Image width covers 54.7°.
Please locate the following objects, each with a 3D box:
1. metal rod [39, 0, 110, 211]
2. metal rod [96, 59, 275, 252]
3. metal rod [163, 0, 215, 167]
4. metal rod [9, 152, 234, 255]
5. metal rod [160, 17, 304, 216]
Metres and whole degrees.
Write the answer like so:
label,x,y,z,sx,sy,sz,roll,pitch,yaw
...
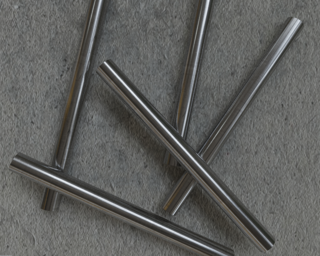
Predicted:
label,x,y,z,sx,sy,sz,roll,pitch,yaw
metal rod,-0.111,-0.040,0.408,0.025,0.025,0.298,14,90,0
metal rod,0.032,0.034,0.383,0.025,0.025,0.300,-42,90,0
metal rod,0.046,-0.098,0.410,0.025,0.025,0.298,12,90,0
metal rod,-0.042,0.107,0.394,0.301,0.025,0.025,26,90,-6
metal rod,0.095,-0.015,0.410,0.025,0.025,0.299,34,90,0
